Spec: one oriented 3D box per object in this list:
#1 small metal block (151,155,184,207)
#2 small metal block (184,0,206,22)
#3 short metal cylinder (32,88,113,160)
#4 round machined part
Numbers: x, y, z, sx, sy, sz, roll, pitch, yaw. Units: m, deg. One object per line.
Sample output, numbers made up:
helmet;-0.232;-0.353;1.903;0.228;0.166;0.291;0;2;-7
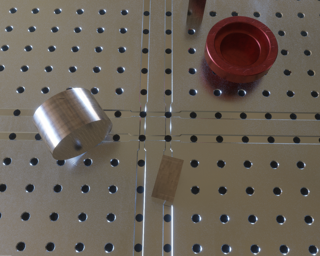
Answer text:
small metal block;0.009;0.065;0.375;0.025;0.050;0.050;15;71;5
small metal block;0.052;-0.199;0.472;0.025;0.050;0.050;-4;70;-2
short metal cylinder;-0.107;-0.004;0.383;0.080;0.080;0.050;-33;74;-11
round machined part;0.113;-0.107;0.443;0.099;0.042;0.098;0;70;-1
